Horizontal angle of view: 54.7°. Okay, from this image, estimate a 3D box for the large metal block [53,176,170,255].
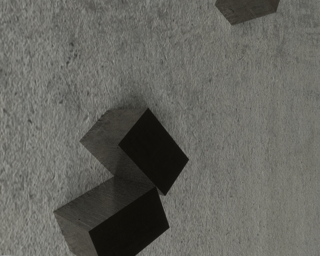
[{"bbox_3d":[-0.051,0.097,0.326,0.081,0.080,0.050,-28,108,-37],"label":"large metal block"}]

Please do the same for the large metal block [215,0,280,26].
[{"bbox_3d":[0.144,-0.219,0.489,0.050,0.080,0.080,35,69,-35],"label":"large metal block"}]

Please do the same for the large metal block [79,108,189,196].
[{"bbox_3d":[-0.029,0.025,0.345,0.080,0.080,0.050,52,60,-28],"label":"large metal block"}]
